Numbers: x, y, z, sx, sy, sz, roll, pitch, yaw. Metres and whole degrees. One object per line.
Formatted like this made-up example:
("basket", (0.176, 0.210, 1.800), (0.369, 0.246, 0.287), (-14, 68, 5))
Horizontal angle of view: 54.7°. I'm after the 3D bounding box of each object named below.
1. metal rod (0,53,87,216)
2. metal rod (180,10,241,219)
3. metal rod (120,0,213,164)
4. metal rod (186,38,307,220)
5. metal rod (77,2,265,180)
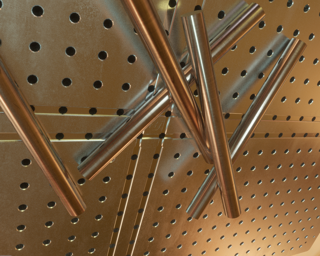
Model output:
("metal rod", (-0.143, -0.006, 0.329), (0.025, 0.025, 0.298), (-26, 128, -13))
("metal rod", (0.073, 0.002, 0.404), (0.025, 0.025, 0.298), (-24, 118, -14))
("metal rod", (0.029, -0.035, 0.373), (0.025, 0.025, 0.300), (-37, 140, -3))
("metal rod", (0.126, 0.005, 0.462), (0.025, 0.025, 0.299), (26, 97, -38))
("metal rod", (0.013, -0.045, 0.392), (0.300, 0.025, 0.025), (-43, 130, 1))
